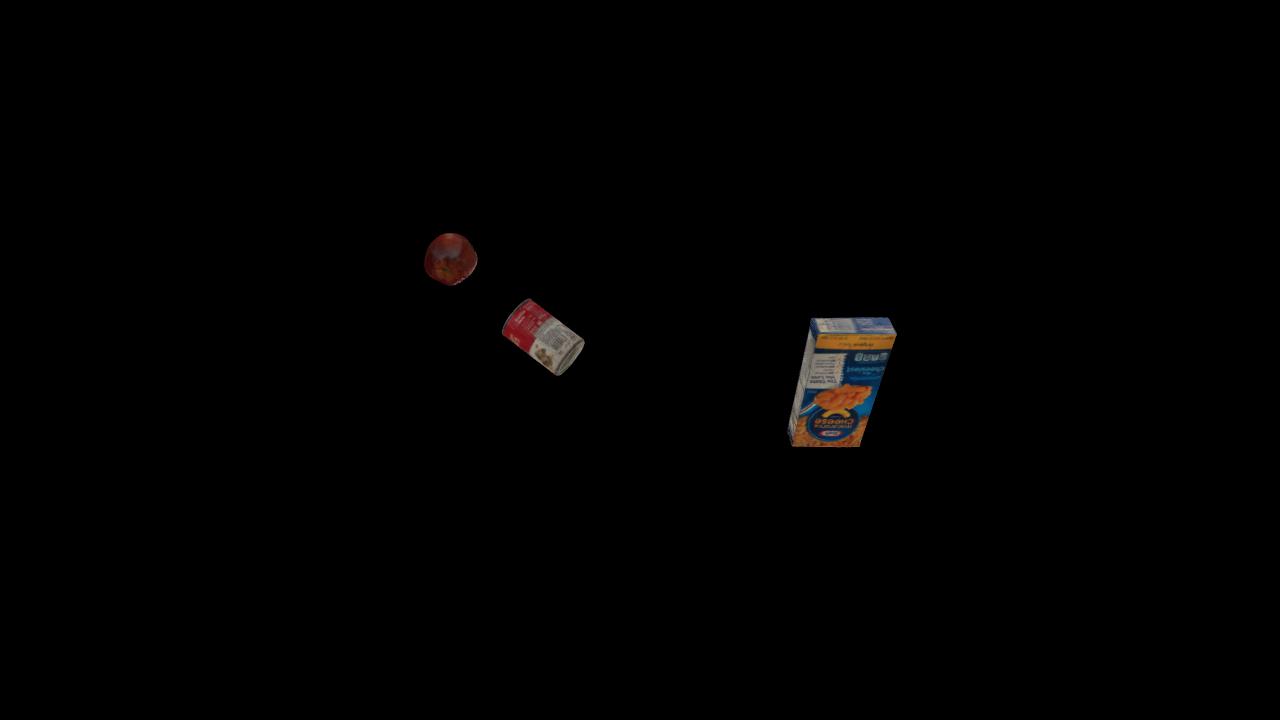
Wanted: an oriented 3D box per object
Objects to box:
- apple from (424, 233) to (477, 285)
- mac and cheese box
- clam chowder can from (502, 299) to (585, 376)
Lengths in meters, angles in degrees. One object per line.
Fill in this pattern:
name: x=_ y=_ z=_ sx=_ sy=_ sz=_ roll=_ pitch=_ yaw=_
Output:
apple: x=-0.293 y=-0.154 z=0.947 sx=0.079 sy=0.079 sz=0.093 roll=0 pitch=34 yaw=-8
mac and cheese box: x=0.244 y=0.032 z=0.760 sx=0.093 sy=0.184 sz=0.041 roll=-1 pitch=38 yaw=-1
clam chowder can: x=-0.139 y=-0.032 z=0.892 sx=0.102 sy=0.068 sz=0.068 roll=36 pitch=4 yaw=5
